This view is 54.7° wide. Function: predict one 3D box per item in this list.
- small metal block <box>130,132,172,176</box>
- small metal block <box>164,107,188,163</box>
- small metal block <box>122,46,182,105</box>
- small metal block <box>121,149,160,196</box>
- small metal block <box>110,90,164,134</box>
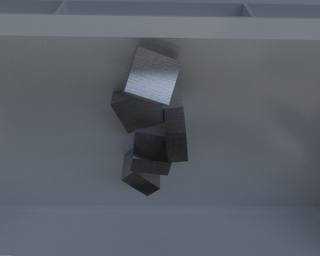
[{"bbox_3d":[-0.012,0.035,0.422,0.050,0.050,0.025,8,130,-7],"label":"small metal block"},{"bbox_3d":[0.021,0.009,0.400,0.025,0.050,0.050,-5,130,4],"label":"small metal block"},{"bbox_3d":[-0.010,-0.056,0.344,0.050,0.025,0.050,17,89,-14],"label":"small metal block"},{"bbox_3d":[-0.026,0.062,0.445,0.025,0.050,0.050,-36,122,26],"label":"small metal block"},{"bbox_3d":[-0.027,-0.025,0.387,0.050,0.025,0.050,-17,128,13],"label":"small metal block"}]
